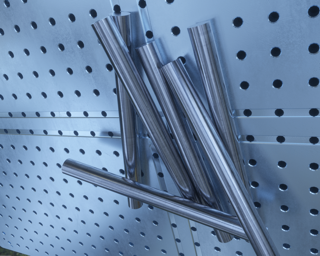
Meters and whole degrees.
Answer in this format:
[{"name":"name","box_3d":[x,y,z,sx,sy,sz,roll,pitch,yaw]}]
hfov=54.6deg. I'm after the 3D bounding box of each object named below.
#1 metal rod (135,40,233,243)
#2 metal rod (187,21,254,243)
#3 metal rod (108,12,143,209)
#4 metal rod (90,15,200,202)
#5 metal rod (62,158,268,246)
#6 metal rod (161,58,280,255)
[{"name":"metal rod","box_3d":[0.040,0.032,0.410,0.025,0.025,0.299,-11,113,33]},{"name":"metal rod","box_3d":[0.086,0.022,0.380,0.025,0.025,0.299,-5,116,30]},{"name":"metal rod","box_3d":[-0.043,-0.003,0.432,0.025,0.025,0.298,12,124,21]},{"name":"metal rod","box_3d":[-0.003,0.004,0.397,0.025,0.025,0.299,-10,119,32]},{"name":"metal rod","box_3d":[-0.005,0.098,0.435,0.301,0.025,0.025,16,125,17]},{"name":"metal rod","box_3d":[0.081,0.059,0.363,0.025,0.025,0.299,-25,94,37]}]
